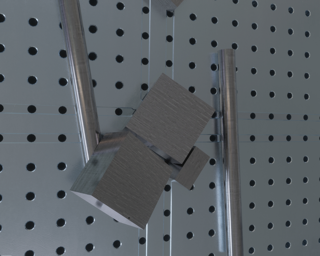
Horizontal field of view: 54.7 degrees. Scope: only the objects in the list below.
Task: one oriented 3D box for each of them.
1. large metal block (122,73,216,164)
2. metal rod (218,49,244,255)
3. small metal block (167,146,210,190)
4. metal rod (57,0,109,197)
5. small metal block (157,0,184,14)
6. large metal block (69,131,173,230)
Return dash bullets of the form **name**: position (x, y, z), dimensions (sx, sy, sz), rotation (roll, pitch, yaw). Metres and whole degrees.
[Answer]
- **large metal block**: position (0.010, -0.010, 0.396), dimensions (0.080, 0.050, 0.080), rotation (34, 79, -7)
- **metal rod**: position (0.103, 0.037, 0.450), dimensions (0.025, 0.025, 0.298), rotation (-3, 91, -20)
- **small metal block**: position (0.032, 0.050, 0.411), dimensions (0.025, 0.050, 0.050), rotation (37, 78, -17)
- **metal rod**: position (-0.096, -0.064, 0.376), dimensions (0.025, 0.025, 0.298), rotation (-10, 93, -20)
- **small metal block**: position (0.016, -0.194, 0.418), dimensions (0.050, 0.025, 0.050), rotation (42, 77, -15)
- **large metal block**: position (-0.042, 0.060, 0.364), dimensions (0.080, 0.050, 0.080), rotation (44, 61, -30)
